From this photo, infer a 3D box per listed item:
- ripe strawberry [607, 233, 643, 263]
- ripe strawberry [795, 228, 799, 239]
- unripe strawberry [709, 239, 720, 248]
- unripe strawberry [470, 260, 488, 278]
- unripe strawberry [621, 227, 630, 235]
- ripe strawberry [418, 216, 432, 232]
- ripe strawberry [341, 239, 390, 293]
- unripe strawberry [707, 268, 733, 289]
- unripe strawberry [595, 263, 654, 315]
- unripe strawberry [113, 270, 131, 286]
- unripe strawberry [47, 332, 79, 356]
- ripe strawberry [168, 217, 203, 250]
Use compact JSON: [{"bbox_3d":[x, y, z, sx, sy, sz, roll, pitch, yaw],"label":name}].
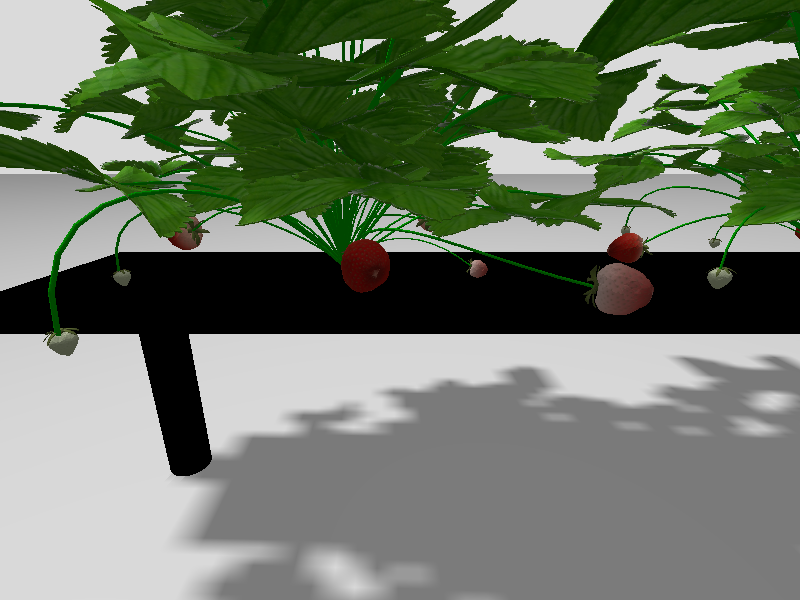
[{"bbox_3d":[0.210,-0.048,0.374,0.030,0.029,0.027,-7,18,9],"label":"ripe strawberry"},{"bbox_3d":[0.482,-0.080,0.475,0.021,0.019,0.019,12,1,31],"label":"ripe strawberry"},{"bbox_3d":[0.344,-0.062,0.438,0.009,0.010,0.010,-12,23,-32],"label":"unripe strawberry"},{"bbox_3d":[0.064,-0.025,0.323,0.014,0.015,0.013,20,23,12],"label":"unripe strawberry"},{"bbox_3d":[0.264,-0.081,0.470,0.010,0.011,0.011,16,25,39],"label":"unripe strawberry"},{"bbox_3d":[0.045,-0.113,0.537,0.036,0.041,0.040,9,21,24],"label":"ripe strawberry"},{"bbox_3d":[-0.023,-0.024,0.290,0.037,0.039,0.040,-7,21,-20],"label":"ripe strawberry"},{"bbox_3d":[0.241,-0.016,0.301,0.015,0.015,0.014,-7,20,-19],"label":"unripe strawberry"},{"bbox_3d":[0.134,-0.006,0.241,0.031,0.032,0.029,13,23,31],"label":"unripe strawberry"},{"bbox_3d":[-0.210,-0.016,0.304,0.011,0.012,0.011,-7,20,-19],"label":"unripe strawberry"},{"bbox_3d":[-0.147,0.019,0.176,0.010,0.011,0.011,10,21,26],"label":"unripe strawberry"},{"bbox_3d":[-0.229,-0.072,0.423,0.037,0.038,0.034,-3,16,24],"label":"ripe strawberry"}]
